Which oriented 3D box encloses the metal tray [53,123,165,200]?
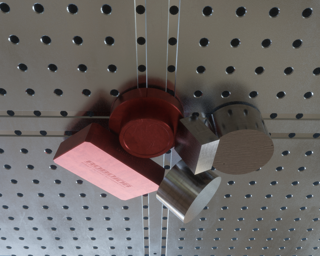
[{"bbox_3d":[-0.069,0.053,0.433,0.130,0.030,0.090,37,136,-28],"label":"metal tray"}]

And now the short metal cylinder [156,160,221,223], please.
[{"bbox_3d":[0.041,0.086,0.436,0.050,0.081,0.079,37,135,26],"label":"short metal cylinder"}]

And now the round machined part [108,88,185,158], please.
[{"bbox_3d":[-0.016,0.001,0.395,0.099,0.042,0.097,0,130,0],"label":"round machined part"}]

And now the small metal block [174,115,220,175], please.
[{"bbox_3d":[0.044,0.020,0.384,0.025,0.050,0.050,-15,134,-25],"label":"small metal block"}]

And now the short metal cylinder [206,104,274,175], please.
[{"bbox_3d":[0.101,0.016,0.405,0.081,0.050,0.079,0,130,0],"label":"short metal cylinder"}]
